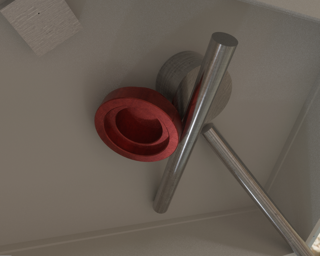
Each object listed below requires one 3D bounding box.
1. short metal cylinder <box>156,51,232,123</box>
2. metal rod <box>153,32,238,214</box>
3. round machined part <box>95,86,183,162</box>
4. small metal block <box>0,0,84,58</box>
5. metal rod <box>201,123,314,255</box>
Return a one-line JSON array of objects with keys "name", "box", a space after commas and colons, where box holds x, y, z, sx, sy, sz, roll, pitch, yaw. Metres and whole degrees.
[{"name": "short metal cylinder", "box": [0.042, -0.050, 0.386, 0.081, 0.050, 0.079, -14, 124, -21]}, {"name": "metal rod", "box": [0.030, 0.022, 0.385, 0.025, 0.025, 0.298, -10, 140, -24]}, {"name": "round machined part", "box": [-0.022, -0.009, 0.361, 0.098, 0.042, 0.097, 9, 134, 10]}, {"name": "small metal block", "box": [-0.109, -0.103, 0.286, 0.050, 0.025, 0.050, -36, 130, -5]}, {"name": "metal rod", "box": [0.160, 0.111, 0.491, 0.025, 0.025, 0.300, -40, 106, -1]}]
